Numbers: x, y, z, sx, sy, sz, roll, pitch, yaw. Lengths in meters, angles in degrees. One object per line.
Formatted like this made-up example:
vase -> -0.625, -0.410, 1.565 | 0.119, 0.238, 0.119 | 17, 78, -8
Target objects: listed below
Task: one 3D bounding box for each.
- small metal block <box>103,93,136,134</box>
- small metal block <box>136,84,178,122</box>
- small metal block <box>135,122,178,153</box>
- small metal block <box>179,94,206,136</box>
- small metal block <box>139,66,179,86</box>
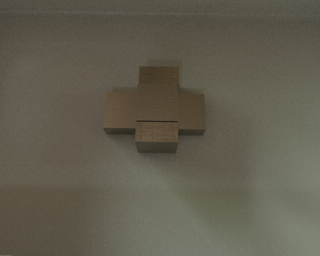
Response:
small metal block -> -0.047, -0.019, 0.414 | 0.050, 0.025, 0.050 | 1, 70, 0
small metal block -> -0.003, -0.028, 0.390 | 0.050, 0.025, 0.050 | 1, 70, 0
small metal block -> -0.004, 0.013, 0.388 | 0.050, 0.050, 0.025 | 1, 70, 0
small metal block -> 0.033, -0.018, 0.414 | 0.050, 0.025, 0.050 | 1, 70, 0
small metal block -> -0.001, -0.059, 0.415 | 0.050, 0.050, 0.025 | 1, 70, 0
